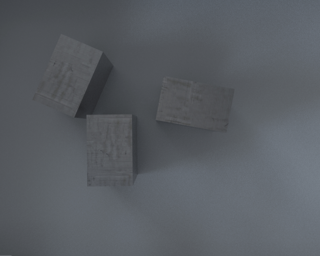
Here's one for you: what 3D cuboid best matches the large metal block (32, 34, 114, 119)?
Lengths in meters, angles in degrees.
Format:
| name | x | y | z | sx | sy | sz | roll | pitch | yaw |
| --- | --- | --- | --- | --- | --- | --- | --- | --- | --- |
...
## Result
| name | x | y | z | sx | sy | sz | roll | pitch | yaw |
| --- | --- | --- | --- | --- | --- | --- | --- | --- | --- |
| large metal block | -0.102 | -0.058 | 0.383 | 0.050 | 0.080 | 0.080 | 23 | 90 | -1 |

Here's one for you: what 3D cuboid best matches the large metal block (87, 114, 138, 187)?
| name | x | y | z | sx | sy | sz | roll | pitch | yaw |
| --- | --- | --- | --- | --- | --- | --- | --- | --- | --- |
| large metal block | -0.056 | 0.025 | 0.383 | 0.050 | 0.080 | 0.079 | -1 | 90 | 0 |

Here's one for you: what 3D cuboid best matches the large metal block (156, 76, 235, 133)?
| name | x | y | z | sx | sy | sz | roll | pitch | yaw |
| --- | --- | --- | --- | --- | --- | --- | --- | --- | --- |
| large metal block | 0.039 | -0.027 | 0.384 | 0.080 | 0.080 | 0.050 | 10 | 90 | -1 |
